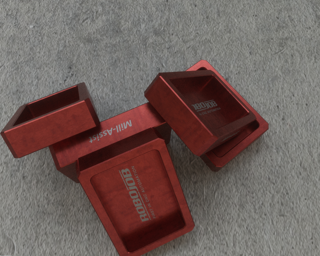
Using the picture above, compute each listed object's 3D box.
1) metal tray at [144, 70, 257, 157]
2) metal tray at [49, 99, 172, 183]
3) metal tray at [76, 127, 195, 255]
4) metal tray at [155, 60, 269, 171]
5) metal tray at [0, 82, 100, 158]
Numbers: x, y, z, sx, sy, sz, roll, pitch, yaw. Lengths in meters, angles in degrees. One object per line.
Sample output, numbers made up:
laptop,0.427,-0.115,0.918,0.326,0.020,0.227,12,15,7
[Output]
metal tray,0.053,-0.025,0.360,0.090,0.030,0.131,50,33,15
metal tray,-0.052,0.019,0.367,0.131,0.090,0.030,-23,72,-9
metal tray,-0.023,0.074,0.335,0.091,0.030,0.129,-23,117,-8
metal tray,0.066,-0.019,0.414,0.090,0.030,0.130,-37,74,-13
metal tray,-0.123,-0.016,0.363,0.091,0.130,0.030,-23,111,-9
